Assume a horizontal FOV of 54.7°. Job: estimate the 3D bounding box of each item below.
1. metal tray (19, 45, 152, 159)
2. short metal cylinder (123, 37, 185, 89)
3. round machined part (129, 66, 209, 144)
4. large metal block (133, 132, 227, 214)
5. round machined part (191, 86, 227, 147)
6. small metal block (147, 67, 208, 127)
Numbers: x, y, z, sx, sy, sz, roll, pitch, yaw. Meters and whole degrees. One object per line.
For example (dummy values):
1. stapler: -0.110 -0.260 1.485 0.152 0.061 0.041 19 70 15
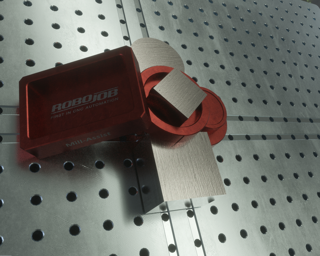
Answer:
1. metal tray: -0.082 -0.028 0.331 0.131 0.030 0.090 -16 65 5
2. short metal cylinder: -0.013 -0.078 0.432 0.081 0.050 0.080 14 56 -21
3. round machined part: 0.008 -0.024 0.379 0.099 0.042 0.098 14 56 -21
4. large metal block: 0.021 0.051 0.368 0.081 0.050 0.080 1 62 -28
5. round machined part: 0.054 -0.020 0.436 0.099 0.042 0.098 14 56 -21
6. small metal block: 0.019 -0.036 0.361 0.050 0.025 0.050 41 51 0
